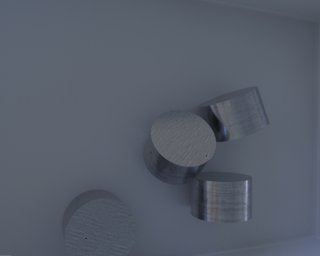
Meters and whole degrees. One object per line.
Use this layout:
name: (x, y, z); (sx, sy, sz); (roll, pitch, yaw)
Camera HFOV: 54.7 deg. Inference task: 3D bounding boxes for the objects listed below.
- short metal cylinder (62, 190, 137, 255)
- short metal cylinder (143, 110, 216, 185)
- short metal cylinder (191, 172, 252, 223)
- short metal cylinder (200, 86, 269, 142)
short metal cylinder: (-0.074, 0.119, 0.371); (0.081, 0.050, 0.079); (0, 90, -21)
short metal cylinder: (0.023, 0.024, 0.388); (0.081, 0.050, 0.080); (8, 54, -11)
short metal cylinder: (0.081, 0.089, 0.413); (0.081, 0.080, 0.050); (0, 91, -20)
short metal cylinder: (0.100, -0.019, 0.420); (0.081, 0.080, 0.050); (-23, 98, -19)
